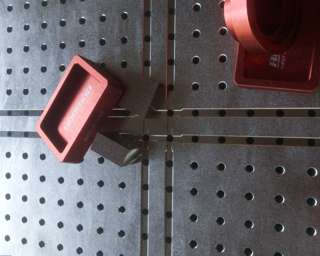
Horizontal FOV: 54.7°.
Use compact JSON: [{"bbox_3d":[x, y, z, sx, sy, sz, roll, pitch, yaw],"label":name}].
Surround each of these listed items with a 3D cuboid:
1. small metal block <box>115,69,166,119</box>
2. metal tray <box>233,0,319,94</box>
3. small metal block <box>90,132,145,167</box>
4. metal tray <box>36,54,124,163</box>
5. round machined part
[{"bbox_3d":[-0.028,-0.046,0.422,0.050,0.025,0.050,26,98,18],"label":"small metal block"},{"bbox_3d":[0.141,-0.109,0.359,0.090,0.030,0.129,8,93,19],"label":"metal tray"},{"bbox_3d":[-0.056,0.027,0.419,0.050,0.050,0.025,27,99,18],"label":"small metal block"},{"bbox_3d":[-0.117,-0.026,0.436,0.090,0.030,0.129,41,103,34],"label":"metal tray"},{"bbox_3d":[0.107,-0.127,0.331,0.042,0.099,0.097,11,94,52],"label":"round machined part"}]
